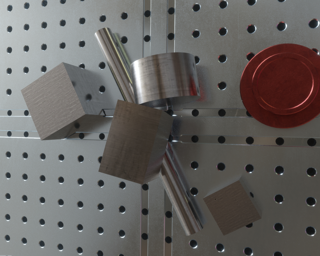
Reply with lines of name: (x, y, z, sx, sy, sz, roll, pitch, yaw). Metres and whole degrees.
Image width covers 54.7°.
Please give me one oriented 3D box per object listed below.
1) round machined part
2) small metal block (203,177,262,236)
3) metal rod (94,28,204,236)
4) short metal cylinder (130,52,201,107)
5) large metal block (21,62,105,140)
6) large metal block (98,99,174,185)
round machined part: (0.141, -0.048, 0.354, 0.098, 0.042, 0.097, 0, 90, 20)
small metal block: (0.089, 0.096, 0.381, 0.050, 0.025, 0.050, -32, 80, 17)
metal rod: (-0.018, -0.002, 0.418, 0.025, 0.025, 0.299, -28, 81, 18)
short metal cylinder: (0.006, -0.056, 0.381, 0.080, 0.080, 0.050, -9, 87, 20)
large metal block: (-0.140, -0.036, 0.449, 0.080, 0.050, 0.080, -28, 81, 18)
large metal block: (-0.024, 0.017, 0.364, 0.050, 0.080, 0.080, 14, 89, 12)
